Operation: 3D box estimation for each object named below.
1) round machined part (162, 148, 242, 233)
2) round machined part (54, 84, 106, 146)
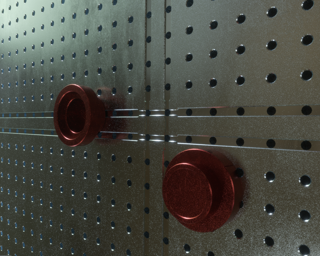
[{"bbox_3d":[0.042,0.073,0.363,0.098,0.042,0.097,0,90,39],"label":"round machined part"},{"bbox_3d":[-0.126,-0.020,0.499,0.098,0.042,0.097,0,90,39],"label":"round machined part"}]
